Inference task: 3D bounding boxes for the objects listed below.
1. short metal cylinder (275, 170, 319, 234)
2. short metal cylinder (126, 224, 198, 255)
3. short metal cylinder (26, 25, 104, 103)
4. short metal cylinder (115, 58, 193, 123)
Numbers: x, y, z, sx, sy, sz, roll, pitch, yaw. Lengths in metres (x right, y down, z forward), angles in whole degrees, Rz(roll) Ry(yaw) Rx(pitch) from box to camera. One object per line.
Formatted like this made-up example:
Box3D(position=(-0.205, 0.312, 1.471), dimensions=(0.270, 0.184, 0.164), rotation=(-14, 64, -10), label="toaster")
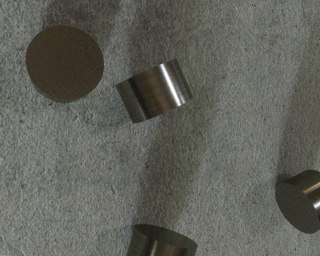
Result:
Box3D(position=(0.221, 0.109, 0.461), dimensions=(0.050, 0.080, 0.080), rotation=(-22, 98, -19), label="short metal cylinder")
Box3D(position=(0.000, 0.157, 0.380), dimensions=(0.081, 0.080, 0.050), rotation=(19, 84, -19), label="short metal cylinder")
Box3D(position=(-0.109, -0.070, 0.355), dimensions=(0.081, 0.050, 0.080), rotation=(0, 90, -20), label="short metal cylinder")
Box3D(position=(-0.007, -0.045, 0.377), dimensions=(0.081, 0.080, 0.050), rotation=(-27, 99, -18), label="short metal cylinder")
